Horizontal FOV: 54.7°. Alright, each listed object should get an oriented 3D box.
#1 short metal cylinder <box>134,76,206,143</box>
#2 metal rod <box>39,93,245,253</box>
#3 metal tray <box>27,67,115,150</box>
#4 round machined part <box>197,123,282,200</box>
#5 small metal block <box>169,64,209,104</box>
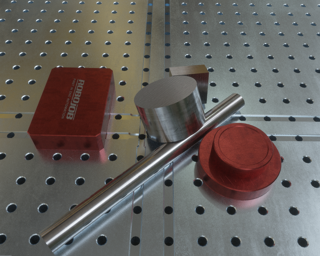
[{"bbox_3d":[0.013,-0.026,0.395,0.080,0.050,0.080,-14,31,9],"label":"short metal cylinder"},{"bbox_3d":[-0.002,0.038,0.375,0.302,0.025,0.025,-34,58,-26],"label":"metal rod"},{"bbox_3d":[-0.116,-0.031,0.429,0.091,0.030,0.130,1,50,1],"label":"metal tray"},{"bbox_3d":[0.095,0.032,0.371,0.099,0.042,0.098,1,50,0],"label":"round machined part"},{"bbox_3d":[0.040,-0.060,0.440,0.050,0.050,0.025,-6,38,-6],"label":"small metal block"}]
